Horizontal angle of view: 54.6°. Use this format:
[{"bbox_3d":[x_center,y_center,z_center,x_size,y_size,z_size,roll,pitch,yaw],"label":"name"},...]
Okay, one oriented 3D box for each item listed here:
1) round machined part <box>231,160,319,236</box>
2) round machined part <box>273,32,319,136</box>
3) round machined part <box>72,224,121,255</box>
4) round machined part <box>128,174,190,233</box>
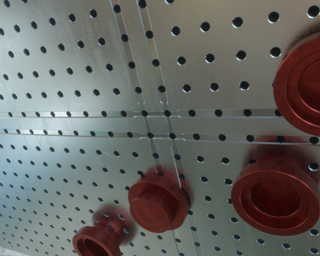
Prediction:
[{"bbox_3d":[0.140,0.079,0.376,0.098,0.042,0.097,13,124,21],"label":"round machined part"},{"bbox_3d":[0.160,-0.043,0.289,0.098,0.042,0.097,13,124,21],"label":"round machined part"},{"bbox_3d":[-0.117,0.227,0.603,0.098,0.042,0.097,13,124,21],"label":"round machined part"},{"bbox_3d":[-0.008,0.123,0.481,0.098,0.042,0.097,13,124,21],"label":"round machined part"}]
